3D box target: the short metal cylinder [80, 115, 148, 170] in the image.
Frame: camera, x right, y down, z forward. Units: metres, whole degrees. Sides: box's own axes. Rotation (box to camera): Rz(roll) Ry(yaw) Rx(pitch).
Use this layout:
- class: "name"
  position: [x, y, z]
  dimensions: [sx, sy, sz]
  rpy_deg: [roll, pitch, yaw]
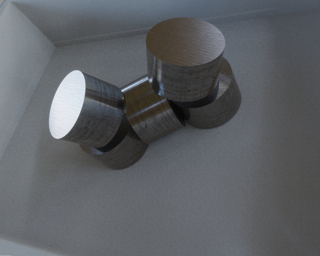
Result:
- class: "short metal cylinder"
  position: [-0.061, 0.009, 0.412]
  dimensions: [0.080, 0.050, 0.080]
  rpy_deg: [-13, 56, 20]

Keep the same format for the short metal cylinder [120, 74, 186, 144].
- class: "short metal cylinder"
  position: [-0.009, -0.027, 0.388]
  dimensions: [0.050, 0.080, 0.080]
  rpy_deg: [-26, 53, 12]

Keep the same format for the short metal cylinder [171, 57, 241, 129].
- class: "short metal cylinder"
  position: [0.055, -0.046, 0.386]
  dimensions: [0.080, 0.050, 0.080]
  rpy_deg: [-13, 56, 20]

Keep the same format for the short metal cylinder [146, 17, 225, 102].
- class: "short metal cylinder"
  position: [0.026, -0.075, 0.335]
  dimensions: [0.081, 0.050, 0.080]
  rpy_deg: [0, 53, 0]

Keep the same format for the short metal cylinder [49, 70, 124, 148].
- class: "short metal cylinder"
  position: [-0.087, -0.021, 0.361]
  dimensions: [0.080, 0.050, 0.080]
  rpy_deg: [-20, 61, 42]
